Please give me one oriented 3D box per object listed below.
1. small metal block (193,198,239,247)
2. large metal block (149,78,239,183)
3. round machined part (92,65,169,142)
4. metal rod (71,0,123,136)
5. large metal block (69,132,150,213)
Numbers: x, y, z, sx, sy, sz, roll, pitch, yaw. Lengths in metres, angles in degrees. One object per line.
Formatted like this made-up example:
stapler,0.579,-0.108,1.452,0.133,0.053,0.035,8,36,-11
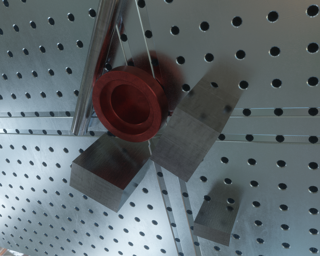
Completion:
small metal block,0.079,0.131,0.434,0.050,0.050,0.025,12,124,21
large metal block,0.040,0.001,0.355,0.050,0.080,0.079,32,129,7
round machined part,-0.034,-0.034,0.397,0.098,0.042,0.097,13,124,20
metal rod,-0.075,-0.103,0.386,0.025,0.025,0.298,31,129,8
large metal block,-0.072,0.062,0.452,0.080,0.080,0.050,27,128,11
